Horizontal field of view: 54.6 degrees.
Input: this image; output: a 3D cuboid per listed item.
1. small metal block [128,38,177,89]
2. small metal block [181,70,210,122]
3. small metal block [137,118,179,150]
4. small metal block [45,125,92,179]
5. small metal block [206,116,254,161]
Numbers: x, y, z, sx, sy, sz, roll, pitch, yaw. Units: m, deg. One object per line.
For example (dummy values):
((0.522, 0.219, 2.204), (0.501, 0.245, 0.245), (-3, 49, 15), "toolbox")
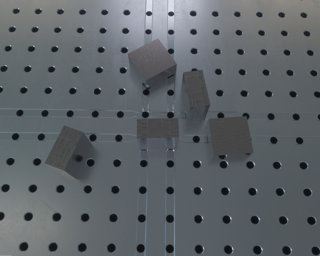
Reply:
((-0.011, -0.093, 0.446), (0.050, 0.025, 0.050), (-30, 73, -10), "small metal block")
((0.046, -0.042, 0.414), (0.025, 0.050, 0.050), (-8, 70, -3), "small metal block")
((-0.002, 0.008, 0.395), (0.050, 0.050, 0.025), (-1, 70, -1), "small metal block")
((-0.112, 0.031, 0.387), (0.025, 0.050, 0.050), (19, 71, 7), "small metal block")
((0.090, 0.014, 0.407), (0.050, 0.025, 0.050), (-4, 70, -2), "small metal block")
